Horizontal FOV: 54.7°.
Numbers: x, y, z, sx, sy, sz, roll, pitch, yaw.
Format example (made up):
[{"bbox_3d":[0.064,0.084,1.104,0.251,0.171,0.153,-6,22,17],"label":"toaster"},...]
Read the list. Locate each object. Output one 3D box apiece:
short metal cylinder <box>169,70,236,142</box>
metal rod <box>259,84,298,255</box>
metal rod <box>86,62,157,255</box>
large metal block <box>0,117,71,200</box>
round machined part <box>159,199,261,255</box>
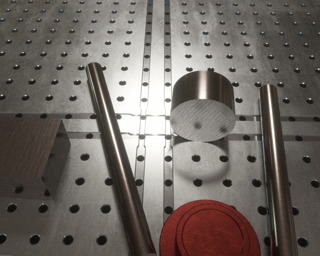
[{"bbox_3d":[0.054,-0.026,0.395,0.080,0.080,0.050,5,50,3],"label":"short metal cylinder"},{"bbox_3d":[0.136,0.058,0.360,0.025,0.025,0.300,7,50,5],"label":"metal rod"},{"bbox_3d":[-0.059,0.017,0.392,0.025,0.025,0.299,-13,51,-11],"label":"metal rod"},{"bbox_3d":[-0.159,0.034,0.361,0.080,0.050,0.080,3,50,2],"label":"large metal block"},{"bbox_3d":[0.048,0.114,0.302,0.099,0.042,0.098,0,50,0],"label":"round machined part"}]
